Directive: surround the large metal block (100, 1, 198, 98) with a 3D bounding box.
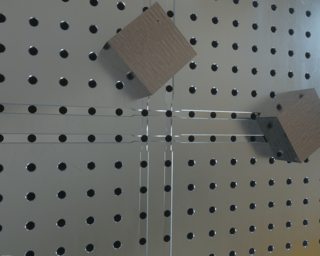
[{"bbox_3d":[-0.015,-0.096,0.393,0.080,0.050,0.080,-44,104,-15],"label":"large metal block"}]

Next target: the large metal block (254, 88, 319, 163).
[{"bbox_3d":[0.207,-0.004,0.475,0.080,0.050,0.080,-34,101,-17],"label":"large metal block"}]
